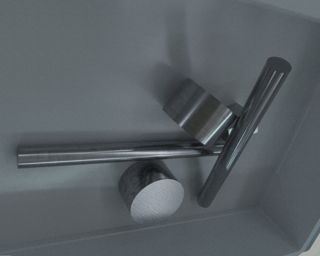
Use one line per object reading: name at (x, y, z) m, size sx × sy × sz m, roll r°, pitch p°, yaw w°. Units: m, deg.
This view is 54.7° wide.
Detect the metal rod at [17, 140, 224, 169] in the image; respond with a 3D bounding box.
metal rod at (-0.025, 0.032, 0.415) m, size 0.303 × 0.025 × 0.025 m, roll -1°, pitch 119°, yaw -29°

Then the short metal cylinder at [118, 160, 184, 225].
short metal cylinder at (-0.013, 0.090, 0.443) m, size 0.081 × 0.050 × 0.079 m, roll -14°, pitch 125°, yaw -21°

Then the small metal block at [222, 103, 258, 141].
small metal block at (0.105, -0.008, 0.447) m, size 0.050 × 0.050 × 0.025 m, roll -20°, pitch 127°, yaw -17°

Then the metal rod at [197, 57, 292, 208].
metal rod at (0.097, 0.032, 0.419) m, size 0.025 × 0.025 × 0.298 m, roll -14°, pitch 145°, yaw -21°

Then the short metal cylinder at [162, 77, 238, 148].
short metal cylinder at (0.050, -0.019, 0.390) m, size 0.080 × 0.080 × 0.050 m, roll 33°, pitch 100°, yaw -39°
